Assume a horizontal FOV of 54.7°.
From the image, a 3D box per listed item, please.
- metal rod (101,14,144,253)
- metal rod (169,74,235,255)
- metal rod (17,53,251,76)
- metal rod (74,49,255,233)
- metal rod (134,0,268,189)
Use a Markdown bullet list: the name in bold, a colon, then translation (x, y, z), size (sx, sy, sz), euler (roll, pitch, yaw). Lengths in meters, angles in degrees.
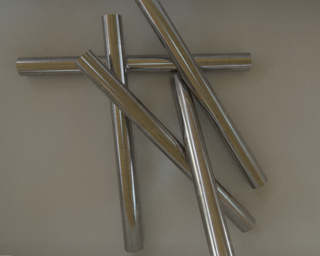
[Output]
- **metal rod**: translation (-0.047, 0.012, 0.395), size (0.025, 0.025, 0.298), euler (-5, 96, 0)
- **metal rod**: translation (0.051, 0.067, 0.349), size (0.025, 0.025, 0.299), euler (-11, 64, 0)
- **metal rod**: translation (-0.033, -0.084, 0.410), size (0.302, 0.025, 0.025), euler (-1, 90, -1)
- **metal rod**: translation (0.015, 0.024, 0.382), size (0.025, 0.025, 0.300), euler (-44, 102, 0)
- **metal rod**: translation (0.052, -0.051, 0.391), size (0.025, 0.025, 0.299), euler (-33, 99, 0)
